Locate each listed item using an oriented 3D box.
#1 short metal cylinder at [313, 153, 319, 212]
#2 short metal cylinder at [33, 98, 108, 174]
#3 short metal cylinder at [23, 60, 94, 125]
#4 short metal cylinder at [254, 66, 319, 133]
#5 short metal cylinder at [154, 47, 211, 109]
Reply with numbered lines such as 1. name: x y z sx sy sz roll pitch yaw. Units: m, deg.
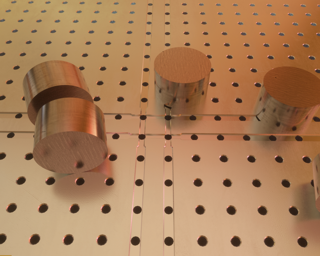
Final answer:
1. short metal cylinder: 0.206 0.059 0.325 0.080 0.080 0.050 11 51 8
2. short metal cylinder: -0.104 0.010 0.362 0.081 0.080 0.050 -8 51 -7
3. short metal cylinder: -0.133 -0.041 0.404 0.081 0.080 0.050 -17 52 -14
4. short metal cylinder: 0.177 -0.040 0.427 0.081 0.050 0.080 0 50 0
5. short metal cylinder: 0.032 -0.074 0.454 0.081 0.050 0.080 0 50 0
